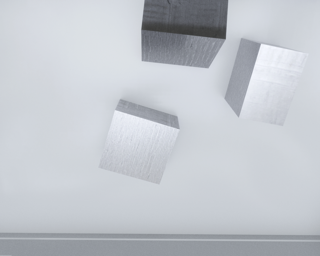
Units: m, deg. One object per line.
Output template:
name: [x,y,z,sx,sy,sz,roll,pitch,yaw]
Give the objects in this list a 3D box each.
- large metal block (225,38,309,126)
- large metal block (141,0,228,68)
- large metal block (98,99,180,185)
large metal block: [0.118,-0.057,0.362,0.050,0.080,0.079,10,110,-4]
large metal block: [0.023,-0.106,0.335,0.081,0.080,0.050,6,81,-2]
large metal block: [-0.027,0.017,0.404,0.080,0.050,0.079,17,109,-6]
